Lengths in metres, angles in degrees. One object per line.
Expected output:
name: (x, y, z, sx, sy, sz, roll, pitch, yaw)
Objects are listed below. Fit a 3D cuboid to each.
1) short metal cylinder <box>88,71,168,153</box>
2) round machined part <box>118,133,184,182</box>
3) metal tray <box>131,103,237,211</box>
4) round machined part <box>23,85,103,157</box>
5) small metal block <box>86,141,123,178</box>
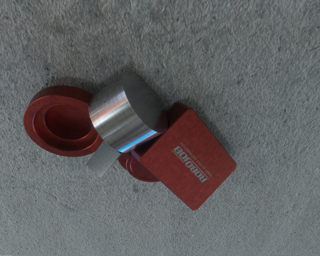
short metal cylinder: (-0.035, -0.018, 0.358, 0.050, 0.080, 0.080, -31, 124, 23)
round machined part: (-0.011, 0.038, 0.430, 0.099, 0.042, 0.097, -1, 130, 0)
metal tray: (0.036, 0.041, 0.412, 0.090, 0.030, 0.130, -46, 122, -5)
round machined part: (-0.112, -0.012, 0.385, 0.099, 0.042, 0.097, -1, 130, 0)
small metal block: (-0.060, 0.028, 0.391, 0.025, 0.050, 0.050, 41, 122, -1)
